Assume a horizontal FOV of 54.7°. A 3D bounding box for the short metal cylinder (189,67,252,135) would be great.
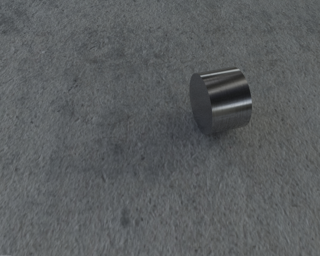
[{"bbox_3d":[0.075,-0.035,0.398,0.050,0.080,0.080,-12,51,-10],"label":"short metal cylinder"}]
